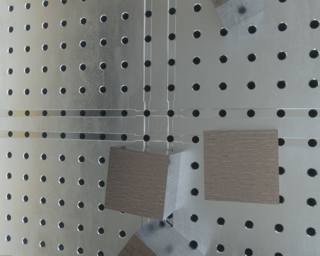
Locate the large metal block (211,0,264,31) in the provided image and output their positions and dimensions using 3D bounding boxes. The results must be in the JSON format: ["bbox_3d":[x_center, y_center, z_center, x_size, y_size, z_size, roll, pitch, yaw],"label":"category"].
[{"bbox_3d":[0.077,-0.171,0.356,0.050,0.080,0.080,-26,81,18],"label":"large metal block"}]

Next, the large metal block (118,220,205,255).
[{"bbox_3d":[0.000,0.163,0.384,0.080,0.080,0.050,38,102,16],"label":"large metal block"}]

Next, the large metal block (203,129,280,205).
[{"bbox_3d":[0.097,0.042,0.365,0.080,0.050,0.080,-1,90,20],"label":"large metal block"}]

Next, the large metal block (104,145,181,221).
[{"bbox_3d":[-0.022,0.068,0.407,0.080,0.050,0.080,7,92,20],"label":"large metal block"}]
